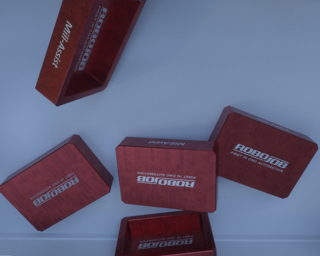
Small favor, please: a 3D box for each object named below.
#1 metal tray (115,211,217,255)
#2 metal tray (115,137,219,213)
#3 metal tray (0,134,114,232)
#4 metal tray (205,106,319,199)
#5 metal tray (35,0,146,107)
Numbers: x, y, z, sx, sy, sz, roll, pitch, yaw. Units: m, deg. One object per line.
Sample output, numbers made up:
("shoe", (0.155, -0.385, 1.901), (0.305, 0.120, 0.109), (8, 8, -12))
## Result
("metal tray", (0.008, 0.158, 0.434), (0.131, 0.090, 0.030), (-7, 110, 2))
("metal tray", (0.011, 0.061, 0.414), (0.130, 0.030, 0.089), (2, 111, 14))
("metal tray", (-0.144, 0.079, 0.436), (0.130, 0.030, 0.090), (-31, 107, 10))
("metal tray", (0.132, 0.034, 0.422), (0.131, 0.030, 0.089), (20, 109, -8))
("metal tray", (-0.071, -0.091, 0.326), (0.030, 0.090, 0.129), (38, 120, 11))
